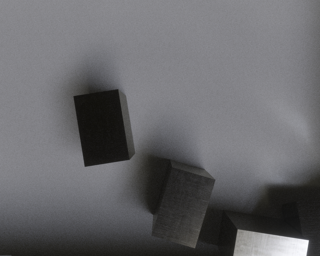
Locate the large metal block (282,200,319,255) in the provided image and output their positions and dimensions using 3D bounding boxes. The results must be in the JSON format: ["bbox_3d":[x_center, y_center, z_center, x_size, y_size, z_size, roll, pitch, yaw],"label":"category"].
[{"bbox_3d":[0.208,0.134,0.388,0.081,0.050,0.080,-2,71,0],"label":"large metal block"}]

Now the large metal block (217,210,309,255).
[{"bbox_3d":[0.122,0.143,0.385,0.080,0.080,0.050,9,90,0],"label":"large metal block"}]

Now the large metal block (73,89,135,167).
[{"bbox_3d":[-0.065,0.000,0.383,0.050,0.080,0.080,-9,90,0],"label":"large metal block"}]

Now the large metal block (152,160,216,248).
[{"bbox_3d":[0.026,0.088,0.384,0.050,0.080,0.080,17,90,0],"label":"large metal block"}]
